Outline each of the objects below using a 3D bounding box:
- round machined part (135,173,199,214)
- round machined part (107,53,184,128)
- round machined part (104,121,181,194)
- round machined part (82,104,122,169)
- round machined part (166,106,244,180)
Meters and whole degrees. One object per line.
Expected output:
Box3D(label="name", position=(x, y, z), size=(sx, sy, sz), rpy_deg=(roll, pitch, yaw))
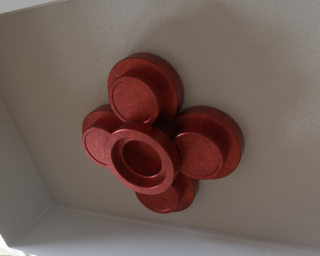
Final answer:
Box3D(label="round machined part", position=(0.002, 0.083, 0.445), size=(0.098, 0.042, 0.097), rpy_deg=(12, 122, 20))
Box3D(label="round machined part", position=(-0.024, -0.039, 0.382), size=(0.098, 0.042, 0.097), rpy_deg=(13, 124, 21))
Box3D(label="round machined part", position=(-0.019, 0.034, 0.399), size=(0.098, 0.042, 0.097), rpy_deg=(13, 124, 21))
Box3D(label="round machined part", position=(-0.072, 0.019, 0.444), size=(0.098, 0.042, 0.097), rpy_deg=(13, 124, 21))
Box3D(label="round machined part", position=(0.051, 0.025, 0.384), size=(0.098, 0.042, 0.097), rpy_deg=(13, 124, 21))
